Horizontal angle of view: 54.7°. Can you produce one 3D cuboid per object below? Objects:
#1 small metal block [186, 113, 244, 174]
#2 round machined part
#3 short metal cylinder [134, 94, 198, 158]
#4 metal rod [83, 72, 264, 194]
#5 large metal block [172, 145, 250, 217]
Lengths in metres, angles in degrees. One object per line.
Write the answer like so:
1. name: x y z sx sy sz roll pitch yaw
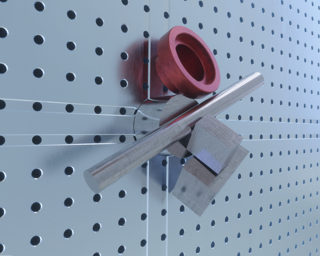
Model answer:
1. small metal block: 0.064 0.019 0.369 0.025 0.050 0.050 -37 155 -34
2. round machined part: 0.033 -0.082 0.412 0.099 0.042 0.098 25 52 -35
3. short metal cylinder: 0.014 -0.003 0.406 0.081 0.050 0.079 0 90 -40
4. metal rod: 0.041 -0.011 0.380 0.302 0.025 0.025 -31 109 -36
5. large metal block: 0.067 0.062 0.421 0.080 0.050 0.080 -43 161 -32
